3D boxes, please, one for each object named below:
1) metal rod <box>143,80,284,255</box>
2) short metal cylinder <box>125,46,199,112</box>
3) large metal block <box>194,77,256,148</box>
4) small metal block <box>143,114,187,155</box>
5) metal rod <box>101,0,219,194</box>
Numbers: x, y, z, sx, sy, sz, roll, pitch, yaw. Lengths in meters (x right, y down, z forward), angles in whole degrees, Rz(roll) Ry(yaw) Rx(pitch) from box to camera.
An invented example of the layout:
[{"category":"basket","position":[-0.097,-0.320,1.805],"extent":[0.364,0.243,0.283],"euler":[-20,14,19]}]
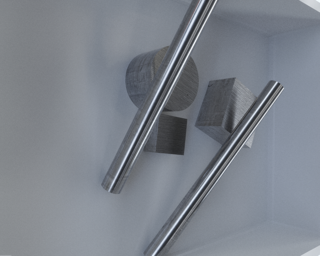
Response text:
[{"category":"metal rod","position":[0.080,0.054,0.428],"extent":[0.300,0.025,0.025],"euler":[-52,122,-11]},{"category":"short metal cylinder","position":[0.003,-0.060,0.395],"extent":[0.081,0.050,0.079],"euler":[0,90,-40]},{"category":"large metal block","position":[0.110,-0.022,0.485],"extent":[0.080,0.050,0.080],"euler":[32,70,-36]},{"category":"small metal block","position":[0.008,0.009,0.415],"extent":[0.050,0.025,0.050],"euler":[10,84,-40]},{"category":"metal rod","position":[0.010,-0.060,0.337],"extent":[0.025,0.025,0.298],"euler":[19,103,-39]}]
